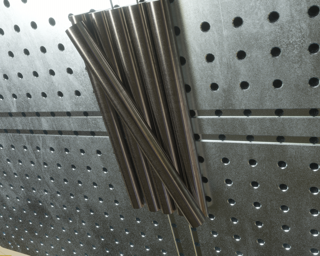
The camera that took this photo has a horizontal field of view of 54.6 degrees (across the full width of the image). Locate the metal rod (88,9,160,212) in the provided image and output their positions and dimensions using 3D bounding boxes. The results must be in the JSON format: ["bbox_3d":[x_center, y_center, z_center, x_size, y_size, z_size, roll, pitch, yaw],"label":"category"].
[{"bbox_3d":[-0.040,-0.006,0.428,0.025,0.025,0.298,1,119,28],"label":"metal rod"}]

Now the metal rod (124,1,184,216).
[{"bbox_3d":[0.005,-0.006,0.406,0.025,0.025,0.298,1,119,28],"label":"metal rod"}]

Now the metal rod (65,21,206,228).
[{"bbox_3d":[-0.023,0.006,0.395,0.025,0.025,0.299,-21,107,36],"label":"metal rod"}]

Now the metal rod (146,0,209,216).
[{"bbox_3d":[0.028,-0.006,0.394,0.025,0.025,0.298,1,119,28],"label":"metal rod"}]

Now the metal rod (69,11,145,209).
[{"bbox_3d":[-0.066,-0.008,0.441,0.025,0.025,0.298,1,119,28],"label":"metal rod"}]

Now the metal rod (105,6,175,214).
[{"bbox_3d":[-0.018,-0.006,0.417,0.025,0.025,0.298,1,119,28],"label":"metal rod"}]
